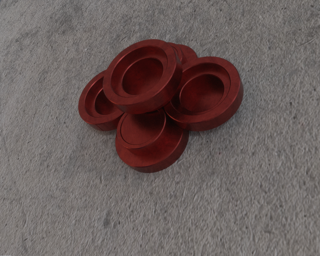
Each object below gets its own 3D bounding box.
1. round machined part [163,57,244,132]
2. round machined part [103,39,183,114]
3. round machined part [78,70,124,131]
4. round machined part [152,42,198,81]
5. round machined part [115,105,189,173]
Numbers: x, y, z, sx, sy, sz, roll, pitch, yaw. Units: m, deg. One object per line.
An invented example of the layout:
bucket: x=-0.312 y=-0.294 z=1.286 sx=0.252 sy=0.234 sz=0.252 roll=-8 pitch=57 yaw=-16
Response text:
round machined part: x=0.055 y=-0.038 z=0.388 sx=0.098 sy=0.042 sz=0.098 roll=-13 pitch=56 yaw=20
round machined part: x=-0.018 y=-0.059 z=0.384 sx=0.098 sy=0.042 sz=0.098 roll=-13 pitch=57 yaw=21
round machined part: x=-0.066 y=-0.038 z=0.450 sx=0.098 sy=0.042 sz=0.098 roll=-13 pitch=56 yaw=20
round machined part: x=0.007 y=-0.082 z=0.440 sx=0.098 sy=0.042 sz=0.098 roll=-13 pitch=56 yaw=20
round machined part: x=-0.016 y=0.005 z=0.398 sx=0.098 sy=0.042 sz=0.098 roll=-13 pitch=56 yaw=20
